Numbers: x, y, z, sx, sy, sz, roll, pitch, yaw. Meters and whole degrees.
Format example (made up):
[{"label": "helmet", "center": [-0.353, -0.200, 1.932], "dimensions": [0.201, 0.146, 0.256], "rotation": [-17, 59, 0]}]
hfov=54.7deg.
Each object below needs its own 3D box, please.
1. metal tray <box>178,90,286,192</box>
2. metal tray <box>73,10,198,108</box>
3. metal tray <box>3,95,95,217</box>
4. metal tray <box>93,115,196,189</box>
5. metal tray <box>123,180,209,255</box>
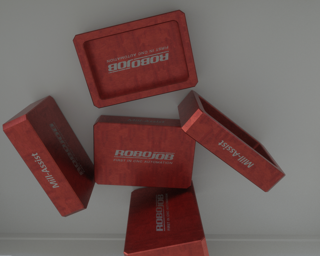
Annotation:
[{"label": "metal tray", "center": [0.083, 0.013, 0.380], "dimensions": [0.130, 0.090, 0.030], "rotation": [36, 107, -13]}, {"label": "metal tray", "center": [-0.027, -0.083, 0.376], "dimensions": [0.131, 0.030, 0.089], "rotation": [-13, 110, 4]}, {"label": "metal tray", "center": [-0.128, 0.032, 0.384], "dimensions": [0.030, 0.090, 0.129], "rotation": [-24, 109, 7]}, {"label": "metal tray", "center": [-0.021, 0.033, 0.417], "dimensions": [0.131, 0.030, 0.089], "rotation": [3, 110, -2]}, {"label": "metal tray", "center": [0.006, 0.118, 0.396], "dimensions": [0.090, 0.130, 0.030], "rotation": [-12, 110, 3]}]
